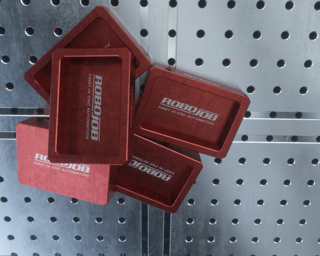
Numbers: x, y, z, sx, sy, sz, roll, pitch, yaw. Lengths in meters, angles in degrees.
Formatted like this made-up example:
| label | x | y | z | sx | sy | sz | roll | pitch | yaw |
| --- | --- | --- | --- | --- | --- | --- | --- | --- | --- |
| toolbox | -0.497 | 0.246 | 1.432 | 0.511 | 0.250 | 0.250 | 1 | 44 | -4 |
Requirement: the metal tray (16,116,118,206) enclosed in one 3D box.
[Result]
| label | x | y | z | sx | sy | sz | roll | pitch | yaw |
| --- | --- | --- | --- | --- | --- | --- | --- | --- | --- |
| metal tray | -0.121 | 0.042 | 0.407 | 0.130 | 0.030 | 0.089 | 11 | 111 | 10 |

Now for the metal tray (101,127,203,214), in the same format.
| label | x | y | z | sx | sy | sz | roll | pitch | yaw |
| --- | --- | --- | --- | --- | --- | --- | --- | --- | --- |
| metal tray | -0.018 | 0.055 | 0.430 | 0.131 | 0.030 | 0.090 | 24 | 109 | -9 |

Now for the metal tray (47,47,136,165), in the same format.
| label | x | y | z | sx | sy | sz | roll | pitch | yaw |
| --- | --- | --- | --- | --- | --- | --- | --- | --- | --- |
| metal tray | -0.077 | -0.024 | 0.355 | 0.090 | 0.030 | 0.129 | 1 | 86 | 7 |

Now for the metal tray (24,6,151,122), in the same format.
| label | x | y | z | sx | sy | sz | roll | pitch | yaw |
| --- | --- | --- | --- | --- | --- | --- | --- | --- | --- |
| metal tray | -0.087 | -0.073 | 0.382 | 0.130 | 0.030 | 0.090 | -38 | 105 | 12 |

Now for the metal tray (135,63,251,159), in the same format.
| label | x | y | z | sx | sy | sz | roll | pitch | yaw |
| --- | --- | --- | --- | --- | --- | --- | --- | --- | --- |
| metal tray | 0.038 | -0.021 | 0.402 | 0.131 | 0.030 | 0.089 | 17 | 110 | -7 |
